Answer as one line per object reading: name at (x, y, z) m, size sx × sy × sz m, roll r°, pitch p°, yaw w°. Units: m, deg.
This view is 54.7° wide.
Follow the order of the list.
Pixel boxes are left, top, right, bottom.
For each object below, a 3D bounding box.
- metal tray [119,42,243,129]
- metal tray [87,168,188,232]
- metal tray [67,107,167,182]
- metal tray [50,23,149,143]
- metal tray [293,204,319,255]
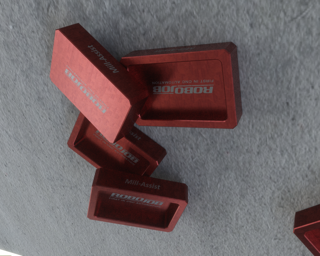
metal tray at (0.024, -0.047, 0.360) m, size 0.130 × 0.030 × 0.089 m, roll 2°, pitch 120°, yaw 26°
metal tray at (-0.034, 0.107, 0.448) m, size 0.131 × 0.030 × 0.089 m, roll 12°, pitch 133°, yaw -8°
metal tray at (-0.066, 0.030, 0.454) m, size 0.130 × 0.030 × 0.089 m, roll 37°, pitch 129°, yaw 3°
metal tray at (-0.081, -0.054, 0.385) m, size 0.130 × 0.030 × 0.089 m, roll 45°, pitch 140°, yaw 11°
metal tray at (0.236, 0.143, 0.367) m, size 0.130 × 0.030 × 0.090 m, roll 48°, pitch 129°, yaw -6°
